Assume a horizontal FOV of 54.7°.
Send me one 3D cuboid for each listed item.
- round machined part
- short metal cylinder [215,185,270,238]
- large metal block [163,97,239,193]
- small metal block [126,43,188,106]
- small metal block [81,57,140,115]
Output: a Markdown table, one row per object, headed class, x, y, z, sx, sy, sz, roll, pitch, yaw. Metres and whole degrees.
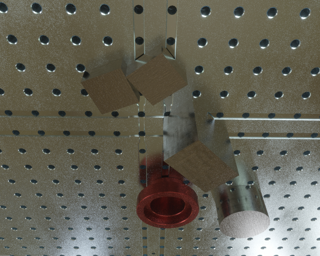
| class | x | y | z | sx | sy | sz | roll | pitch | yaw |
| --- | --- | --- | --- | --- | --- | --- | --- | --- | --- |
| round machined part | 0.012 | 0.117 | 0.501 | 0.099 | 0.042 | 0.097 | -1 | 130 | 0 |
| short metal cylinder | 0.136 | 0.140 | 0.517 | 0.081 | 0.050 | 0.079 | 0 | 130 | 0 |
| large metal block | 0.050 | 0.022 | 0.395 | 0.050 | 0.080 | 0.080 | -35 | 122 | 25 |
| small metal block | -0.003 | -0.061 | 0.360 | 0.050 | 0.025 | 0.050 | -30 | 125 | 22 |
| small metal block | -0.057 | -0.049 | 0.369 | 0.050 | 0.025 | 0.050 | -17 | 129 | 13 |
